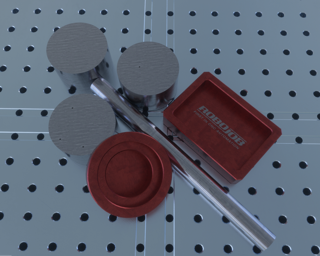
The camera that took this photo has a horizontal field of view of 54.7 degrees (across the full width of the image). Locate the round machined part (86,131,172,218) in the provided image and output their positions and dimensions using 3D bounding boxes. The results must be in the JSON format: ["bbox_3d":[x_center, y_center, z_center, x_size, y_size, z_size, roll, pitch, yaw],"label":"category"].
[{"bbox_3d":[-0.039,0.054,0.371,0.099,0.042,0.097,1,85,-18],"label":"round machined part"}]

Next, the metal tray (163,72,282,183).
[{"bbox_3d":[0.079,-0.003,0.409,0.130,0.030,0.090,42,76,13],"label":"metal tray"}]

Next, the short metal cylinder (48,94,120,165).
[{"bbox_3d":[-0.094,0.003,0.396,0.081,0.050,0.080,0,70,0],"label":"short metal cylinder"}]

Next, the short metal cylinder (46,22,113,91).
[{"bbox_3d":[-0.110,-0.099,0.434,0.081,0.050,0.080,0,70,0],"label":"short metal cylinder"}]

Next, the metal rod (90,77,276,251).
[{"bbox_3d":[0.020,0.037,0.399,0.300,0.025,0.025,42,75,14],"label":"metal rod"}]

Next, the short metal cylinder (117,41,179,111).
[{"bbox_3d":[-0.015,-0.070,0.423,0.081,0.050,0.080,0,70,0],"label":"short metal cylinder"}]
